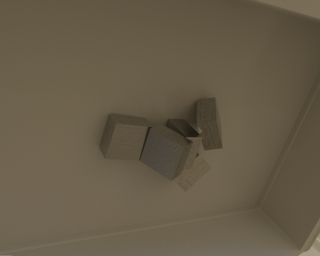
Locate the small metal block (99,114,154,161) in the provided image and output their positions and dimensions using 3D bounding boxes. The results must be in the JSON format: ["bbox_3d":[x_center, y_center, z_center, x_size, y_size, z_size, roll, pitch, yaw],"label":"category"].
[{"bbox_3d":[-0.043,0.013,0.391,0.050,0.025,0.050,7,115,-32],"label":"small metal block"}]

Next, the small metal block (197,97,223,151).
[{"bbox_3d":[0.068,-0.006,0.423,0.025,0.050,0.050,-9,129,15],"label":"small metal block"}]

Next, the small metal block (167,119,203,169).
[{"bbox_3d":[0.027,0.022,0.421,0.025,0.050,0.050,1,118,-29],"label":"small metal block"}]

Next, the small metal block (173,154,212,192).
[{"bbox_3d":[0.044,0.061,0.451,0.050,0.050,0.025,-44,95,1],"label":"small metal block"}]

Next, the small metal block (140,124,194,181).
[{"bbox_3d":[0.008,0.030,0.391,0.025,0.050,0.050,-24,139,-55],"label":"small metal block"}]
